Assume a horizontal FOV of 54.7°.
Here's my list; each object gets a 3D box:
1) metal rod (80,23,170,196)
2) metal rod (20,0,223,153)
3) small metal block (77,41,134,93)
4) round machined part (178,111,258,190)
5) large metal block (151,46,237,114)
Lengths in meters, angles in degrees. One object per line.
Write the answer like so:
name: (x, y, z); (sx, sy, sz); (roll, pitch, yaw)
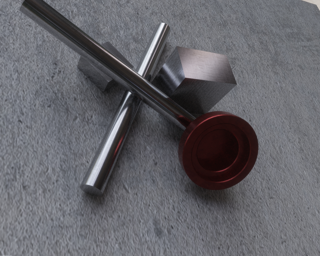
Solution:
metal rod: (-0.034, -0.048, 0.416); (0.025, 0.025, 0.300); (28, 52, -11)
metal rod: (-0.030, -0.054, 0.386); (0.301, 0.025, 0.025); (36, 50, -19)
small metal block: (-0.073, -0.082, 0.416); (0.050, 0.025, 0.050); (46, 51, 3)
round machined part: (0.070, 0.026, 0.395); (0.099, 0.097, 0.042); (20, 10, -17)
large metal block: (0.045, -0.062, 0.432); (0.081, 0.080, 0.050); (3, 61, -28)
